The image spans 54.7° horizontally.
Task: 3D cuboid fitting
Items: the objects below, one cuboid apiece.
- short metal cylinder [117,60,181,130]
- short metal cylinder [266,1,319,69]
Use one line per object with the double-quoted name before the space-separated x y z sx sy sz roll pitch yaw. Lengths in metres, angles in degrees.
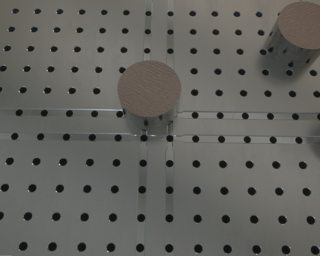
"short metal cylinder" -0.013 -0.042 0.414 0.081 0.050 0.080 0 70 0
"short metal cylinder" 0.202 -0.134 0.449 0.081 0.050 0.080 0 70 0
